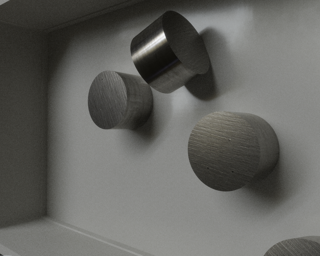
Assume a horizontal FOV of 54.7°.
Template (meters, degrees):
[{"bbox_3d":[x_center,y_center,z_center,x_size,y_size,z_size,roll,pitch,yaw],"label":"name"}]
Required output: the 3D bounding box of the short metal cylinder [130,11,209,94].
[{"bbox_3d":[0.013,-0.087,0.361,0.050,0.081,0.080,-27,73,37],"label":"short metal cylinder"}]

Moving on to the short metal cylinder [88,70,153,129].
[{"bbox_3d":[-0.056,-0.038,0.437,0.080,0.050,0.080,0,90,40],"label":"short metal cylinder"}]

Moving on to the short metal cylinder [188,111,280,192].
[{"bbox_3d":[0.077,0.023,0.327,0.080,0.050,0.080,0,90,40],"label":"short metal cylinder"}]

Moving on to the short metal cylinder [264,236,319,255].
[{"bbox_3d":[0.134,0.137,0.270,0.080,0.050,0.080,-13,69,37],"label":"short metal cylinder"}]
